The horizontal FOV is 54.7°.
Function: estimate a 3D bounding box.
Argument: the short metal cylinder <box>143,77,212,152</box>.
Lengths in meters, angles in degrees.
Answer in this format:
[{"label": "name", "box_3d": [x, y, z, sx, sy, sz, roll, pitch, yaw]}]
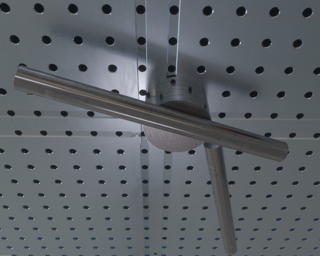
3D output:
[{"label": "short metal cylinder", "box_3d": [0.021, -0.016, 0.382, 0.081, 0.050, 0.079, 0, 130, 0]}]

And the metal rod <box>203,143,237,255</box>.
[{"label": "metal rod", "box_3d": [0.107, 0.131, 0.523, 0.025, 0.025, 0.299, -10, 130, 8]}]

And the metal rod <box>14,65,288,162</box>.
[{"label": "metal rod", "box_3d": [0.003, -0.010, 0.336, 0.302, 0.025, 0.025, 15, 128, -13]}]
